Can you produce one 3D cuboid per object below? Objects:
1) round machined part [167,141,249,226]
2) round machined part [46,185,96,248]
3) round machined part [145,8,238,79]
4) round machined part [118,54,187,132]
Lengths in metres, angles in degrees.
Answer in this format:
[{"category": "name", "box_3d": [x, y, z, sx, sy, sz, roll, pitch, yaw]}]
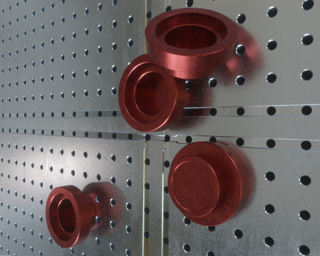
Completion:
[{"category": "round machined part", "box_3d": [0.048, 0.064, 0.357, 0.098, 0.042, 0.097, 0, 90, 39]}, {"category": "round machined part", "box_3d": [-0.145, 0.144, 0.515, 0.098, 0.042, 0.097, 0, 90, 39]}, {"category": "round machined part", "box_3d": [0.034, -0.091, 0.345, 0.098, 0.099, 0.042, 40, 150, 32]}, {"category": "round machined part", "box_3d": [-0.005, -0.044, 0.401, 0.098, 0.042, 0.097, 0, 90, 39]}]
